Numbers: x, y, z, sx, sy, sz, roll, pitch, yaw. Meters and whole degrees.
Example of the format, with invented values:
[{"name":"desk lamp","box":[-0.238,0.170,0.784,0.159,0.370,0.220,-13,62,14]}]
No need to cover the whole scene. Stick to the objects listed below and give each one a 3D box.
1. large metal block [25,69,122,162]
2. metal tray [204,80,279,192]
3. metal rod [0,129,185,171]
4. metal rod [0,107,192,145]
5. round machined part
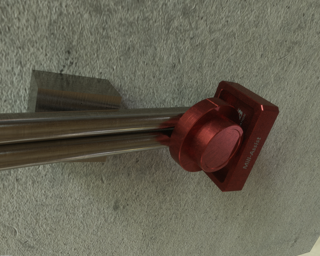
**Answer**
[{"name":"large metal block","box":[-0.095,-0.011,0.330,0.081,0.050,0.079,3,117,-30]},{"name":"metal tray","box":[0.097,0.011,0.427,0.030,0.090,0.129,4,117,-31]},{"name":"metal rod","box":[-0.032,0.015,0.343,0.302,0.025,0.025,-5,122,-41]},{"name":"metal rod","box":[-0.024,-0.009,0.333,0.302,0.025,0.025,-5,122,-41]},{"name":"round machined part","box":[0.063,0.015,0.380,0.099,0.042,0.097,-23,133,-27]}]
